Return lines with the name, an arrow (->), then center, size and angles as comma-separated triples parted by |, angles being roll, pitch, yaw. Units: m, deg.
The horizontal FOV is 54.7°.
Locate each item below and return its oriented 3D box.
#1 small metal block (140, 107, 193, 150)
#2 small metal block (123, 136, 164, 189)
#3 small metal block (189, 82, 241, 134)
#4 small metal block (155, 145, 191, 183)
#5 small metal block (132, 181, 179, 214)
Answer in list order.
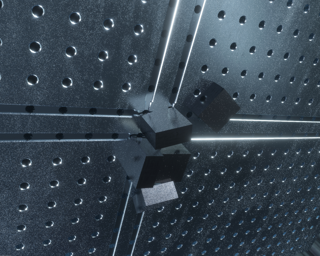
small metal block -> 0.007, -0.001, 0.400 | 0.050, 0.050, 0.025 | -13, 124, -22
small metal block -> -0.024, 0.045, 0.411 | 0.025, 0.050, 0.050 | 3, 117, -30
small metal block -> 0.078, -0.028, 0.439 | 0.050, 0.025, 0.050 | -47, 130, 4
small metal block -> 0.011, 0.052, 0.451 | 0.050, 0.025, 0.050 | 3, 117, -30
small metal block -> -0.008, 0.103, 0.457 | 0.050, 0.025, 0.050 | -9, 157, -24
